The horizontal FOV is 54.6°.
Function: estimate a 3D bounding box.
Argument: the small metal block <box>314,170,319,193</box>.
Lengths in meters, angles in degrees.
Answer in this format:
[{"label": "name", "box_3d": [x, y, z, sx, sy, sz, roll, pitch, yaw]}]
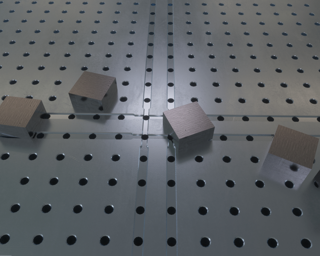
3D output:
[{"label": "small metal block", "box_3d": [0.199, 0.063, 0.340, 0.025, 0.050, 0.050, 1, 50, 1]}]

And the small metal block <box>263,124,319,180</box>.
[{"label": "small metal block", "box_3d": [0.162, 0.029, 0.384, 0.050, 0.025, 0.050, 22, 53, 17]}]

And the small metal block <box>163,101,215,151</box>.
[{"label": "small metal block", "box_3d": [0.037, -0.004, 0.411, 0.050, 0.025, 0.050, -18, 52, -15]}]

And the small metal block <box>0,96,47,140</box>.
[{"label": "small metal block", "box_3d": [-0.191, -0.015, 0.419, 0.050, 0.025, 0.050, 7, 50, 6]}]

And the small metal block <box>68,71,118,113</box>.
[{"label": "small metal block", "box_3d": [-0.096, -0.054, 0.452, 0.050, 0.025, 0.050, 14, 51, 11]}]
